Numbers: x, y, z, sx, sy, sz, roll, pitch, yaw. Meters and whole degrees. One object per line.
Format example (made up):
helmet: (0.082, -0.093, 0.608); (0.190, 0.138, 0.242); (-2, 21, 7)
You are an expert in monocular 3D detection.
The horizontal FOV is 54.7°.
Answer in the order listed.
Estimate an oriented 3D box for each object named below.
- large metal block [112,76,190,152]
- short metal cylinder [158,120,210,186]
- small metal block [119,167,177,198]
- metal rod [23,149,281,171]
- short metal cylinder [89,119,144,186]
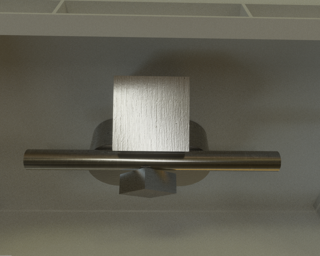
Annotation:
large metal block: (-0.009, -0.014, 0.352); (0.081, 0.050, 0.080); (1, 87, -1)
short metal cylinder: (0.027, 0.034, 0.421); (0.081, 0.050, 0.079); (0, 130, 0)
small metal block: (-0.015, 0.070, 0.387); (0.050, 0.025, 0.050); (18, 152, -39)
metal rod: (-0.008, 0.039, 0.375); (0.302, 0.025, 0.025); (1, 130, -1)
short metal cylinder: (-0.054, 0.033, 0.418); (0.081, 0.050, 0.079); (0, 130, 0)
